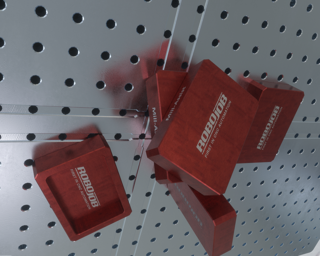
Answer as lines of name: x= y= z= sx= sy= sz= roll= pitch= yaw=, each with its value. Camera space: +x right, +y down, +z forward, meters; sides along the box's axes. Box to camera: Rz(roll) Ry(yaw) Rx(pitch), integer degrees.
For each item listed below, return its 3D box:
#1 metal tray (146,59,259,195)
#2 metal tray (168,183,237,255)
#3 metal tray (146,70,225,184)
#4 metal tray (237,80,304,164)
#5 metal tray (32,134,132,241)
metal tray: x=0.053 y=-0.002 z=0.350 sx=0.090 sy=0.030 sz=0.130 roll=36 pitch=64 yaw=-16
metal tray: x=0.051 y=0.099 z=0.425 sx=0.030 sy=0.130 sz=0.090 roll=-20 pitch=133 yaw=-16
metal tray: x=0.035 y=-0.002 z=0.376 sx=0.091 sy=0.030 sz=0.129 roll=-1 pitch=79 yaw=-28
metal tray: x=0.163 y=-0.006 z=0.492 sx=0.091 sy=0.030 sz=0.129 roll=1 pitch=118 yaw=-29
metal tray: x=-0.096 y=0.081 z=0.404 sx=0.091 sy=0.030 sz=0.129 roll=-23 pitch=127 yaw=-15
